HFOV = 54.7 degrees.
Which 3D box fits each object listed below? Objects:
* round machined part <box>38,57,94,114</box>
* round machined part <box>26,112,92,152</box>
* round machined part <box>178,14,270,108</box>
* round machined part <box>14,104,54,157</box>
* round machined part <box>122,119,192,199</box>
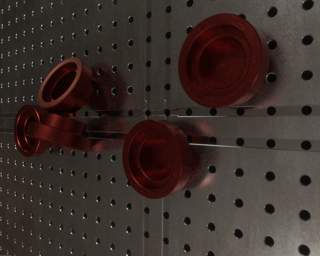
[{"bbox_3d":[-0.146,-0.062,0.499,0.098,0.042,0.098,-20,51,26],"label":"round machined part"},{"bbox_3d":[-0.155,0.006,0.490,0.098,0.098,0.042,8,78,39],"label":"round machined part"},{"bbox_3d":[0.072,-0.070,0.338,0.098,0.042,0.097,0,90,39],"label":"round machined part"},{"bbox_3d":[-0.232,0.005,0.586,0.098,0.042,0.097,0,90,39],"label":"round machined part"},{"bbox_3d":[0.001,0.038,0.396,0.098,0.042,0.097,0,90,39],"label":"round machined part"}]
